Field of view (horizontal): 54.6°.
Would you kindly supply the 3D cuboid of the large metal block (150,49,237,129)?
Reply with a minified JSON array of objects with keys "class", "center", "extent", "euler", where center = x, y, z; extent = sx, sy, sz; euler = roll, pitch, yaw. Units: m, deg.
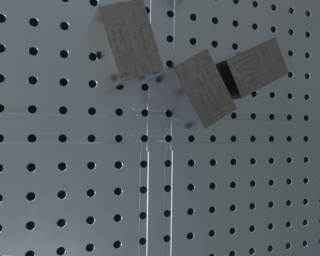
[{"class":"large metal block","center":[0.040,-0.046,0.398],"extent":[0.050,0.080,0.080],"euler":[-32,101,-17]}]

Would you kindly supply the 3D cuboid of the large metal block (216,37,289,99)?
[{"class":"large metal block","center":[0.110,-0.076,0.423],"extent":[0.080,0.080,0.050],"euler":[-27,99,-18]}]

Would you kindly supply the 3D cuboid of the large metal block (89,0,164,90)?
[{"class":"large metal block","center":[-0.043,-0.094,0.367],"extent":[0.050,0.080,0.080],"euler":[-19,97,-19]}]
